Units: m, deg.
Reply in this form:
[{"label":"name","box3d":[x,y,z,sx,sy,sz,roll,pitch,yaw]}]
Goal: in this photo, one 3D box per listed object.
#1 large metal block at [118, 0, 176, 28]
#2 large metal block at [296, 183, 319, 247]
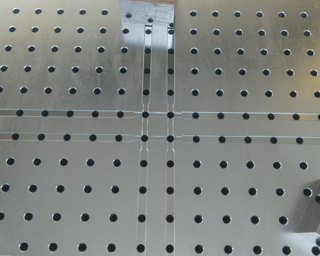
[{"label":"large metal block","box3d":[-0.014,-0.206,0.474,0.080,0.050,0.080,7,70,2]},{"label":"large metal block","box3d":[0.222,0.109,0.360,0.080,0.050,0.080,31,73,10]}]
